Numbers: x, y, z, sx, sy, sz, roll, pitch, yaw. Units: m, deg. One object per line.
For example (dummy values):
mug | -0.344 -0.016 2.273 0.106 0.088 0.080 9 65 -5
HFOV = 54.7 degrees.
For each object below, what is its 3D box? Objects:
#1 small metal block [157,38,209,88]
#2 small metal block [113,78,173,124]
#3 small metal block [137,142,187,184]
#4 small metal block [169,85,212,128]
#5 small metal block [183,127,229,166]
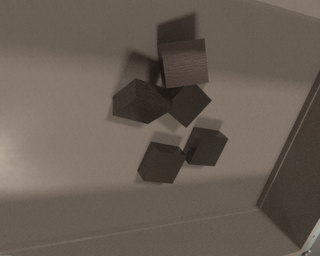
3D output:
small metal block | 0.027 -0.075 0.361 0.050 0.025 0.050 -9 101 -9
small metal block | -0.021 -0.029 0.363 0.050 0.025 0.050 14 152 -35
small metal block | 0.003 0.051 0.443 0.050 0.025 0.050 12 112 -34
small metal block | 0.031 -0.036 0.405 0.050 0.025 0.050 -48 130 5
small metal block | 0.067 0.029 0.465 0.050 0.025 0.050 8 114 -33
